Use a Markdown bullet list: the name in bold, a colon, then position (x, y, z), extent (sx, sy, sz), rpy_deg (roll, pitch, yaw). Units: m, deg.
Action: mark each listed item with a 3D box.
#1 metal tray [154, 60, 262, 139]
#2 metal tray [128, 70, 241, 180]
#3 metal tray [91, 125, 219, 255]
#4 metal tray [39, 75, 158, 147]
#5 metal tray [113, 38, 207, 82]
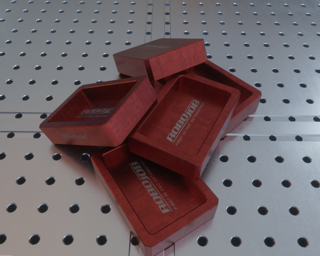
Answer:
- **metal tray**: position (0.066, -0.052, 0.448), extent (0.091, 0.030, 0.130), rpy_deg (-36, 59, -27)
- **metal tray**: position (0.032, -0.011, 0.375), extent (0.090, 0.030, 0.130), rpy_deg (23, 53, 17)
- **metal tray**: position (-0.009, 0.063, 0.351), extent (0.091, 0.030, 0.130), rpy_deg (-26, 55, -21)
- **metal tray**: position (-0.077, -0.021, 0.381), extent (0.130, 0.030, 0.090), rpy_deg (0, 42, 40)
- **metal tray**: position (-0.004, -0.103, 0.452), extent (0.091, 0.030, 0.130), rpy_deg (-24, 24, -20)
